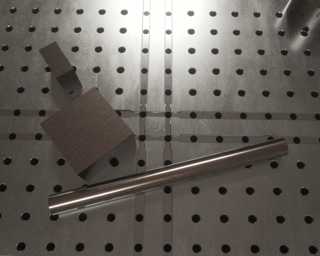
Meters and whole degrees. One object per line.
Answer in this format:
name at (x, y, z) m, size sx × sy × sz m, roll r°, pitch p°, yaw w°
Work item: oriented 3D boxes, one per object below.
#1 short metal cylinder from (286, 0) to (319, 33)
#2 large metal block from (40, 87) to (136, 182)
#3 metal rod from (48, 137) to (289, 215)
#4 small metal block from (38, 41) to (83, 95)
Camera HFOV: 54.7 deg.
short metal cylinder at (0.243, -0.194, 0.472) m, size 0.081 × 0.050 × 0.080 m, roll 0°, pitch 70°, yaw 0°
large metal block at (-0.088, 0.009, 0.394) m, size 0.080 × 0.050 × 0.080 m, roll -38°, pitch 75°, yaw -13°
metal rod at (0.015, 0.059, 0.390) m, size 0.302 × 0.025 × 0.025 m, roll -13°, pitch 71°, yaw -5°
small metal block at (-0.136, -0.081, 0.427) m, size 0.025 × 0.050 × 0.050 m, roll -32°, pitch 74°, yaw -11°
